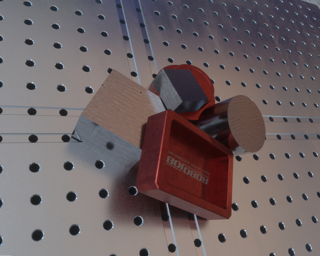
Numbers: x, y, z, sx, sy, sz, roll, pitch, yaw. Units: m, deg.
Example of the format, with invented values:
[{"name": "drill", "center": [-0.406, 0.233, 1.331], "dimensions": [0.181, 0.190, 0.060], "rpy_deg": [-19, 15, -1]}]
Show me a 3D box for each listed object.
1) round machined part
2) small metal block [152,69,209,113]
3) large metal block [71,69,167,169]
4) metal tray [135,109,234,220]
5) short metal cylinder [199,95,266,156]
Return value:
[{"name": "round machined part", "center": [0.039, -0.054, 0.451], "dimensions": [0.099, 0.042, 0.098], "rpy_deg": [14, 56, -21]}, {"name": "small metal block", "center": [0.026, -0.047, 0.391], "dimensions": [0.050, 0.025, 0.050], "rpy_deg": [-9, 63, -44]}, {"name": "large metal block", "center": [-0.046, -0.011, 0.374], "dimensions": [0.080, 0.050, 0.080], "rpy_deg": [31, 52, -8]}, {"name": "metal tray", "center": [0.036, 0.047, 0.359], "dimensions": [0.130, 0.030, 0.090], "rpy_deg": [31, 55, -37]}, {"name": "short metal cylinder", "center": [0.102, -0.001, 0.433], "dimensions": [0.081, 0.050, 0.080], "rpy_deg": [13, 68, -36]}]
